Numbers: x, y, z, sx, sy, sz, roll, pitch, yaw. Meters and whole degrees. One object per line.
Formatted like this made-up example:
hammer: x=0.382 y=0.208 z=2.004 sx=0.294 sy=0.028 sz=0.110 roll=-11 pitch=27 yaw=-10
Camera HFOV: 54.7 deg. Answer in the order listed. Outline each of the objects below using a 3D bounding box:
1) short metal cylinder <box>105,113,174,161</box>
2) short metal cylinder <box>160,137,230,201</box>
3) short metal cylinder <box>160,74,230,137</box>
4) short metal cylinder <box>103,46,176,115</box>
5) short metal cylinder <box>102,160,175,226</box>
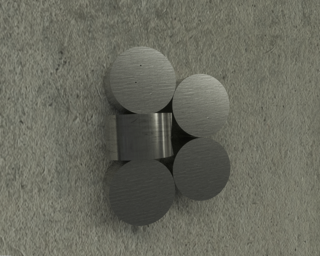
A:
short metal cylinder: x=-0.025 y=0.009 z=0.372 sx=0.081 sy=0.080 sz=0.050 roll=-3 pitch=92 yaw=-20
short metal cylinder: x=0.045 y=0.051 z=0.413 sx=0.081 sy=0.050 sz=0.080 roll=0 pitch=91 yaw=-19
short metal cylinder: x=0.044 y=-0.029 z=0.412 sx=0.081 sy=0.050 sz=0.080 roll=0 pitch=91 yaw=-20
short metal cylinder: x=-0.027 y=-0.056 z=0.387 sx=0.081 sy=0.050 sz=0.080 roll=0 pitch=90 yaw=-19
short metal cylinder: x=-0.028 y=0.075 z=0.387 sx=0.081 sy=0.050 sz=0.080 roll=0 pitch=90 yaw=-19
